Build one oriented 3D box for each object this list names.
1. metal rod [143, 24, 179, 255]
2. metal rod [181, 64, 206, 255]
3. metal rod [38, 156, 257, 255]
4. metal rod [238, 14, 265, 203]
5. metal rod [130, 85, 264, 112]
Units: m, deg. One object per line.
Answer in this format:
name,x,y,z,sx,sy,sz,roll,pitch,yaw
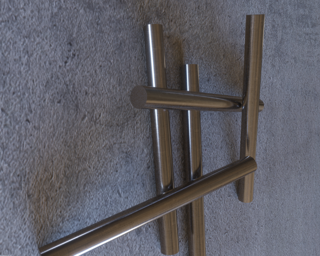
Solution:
metal rod,0.002,0.018,0.408,0.025,0.025,0.298,-8,95,-40
metal rod,0.049,0.060,0.448,0.025,0.025,0.298,-5,93,-40
metal rod,0.008,0.093,0.383,0.302,0.025,0.025,-17,102,-30
metal rod,0.139,-0.017,0.480,0.025,0.025,0.298,-21,117,-38
metal rod,0.076,-0.036,0.440,0.302,0.025,0.025,-2,92,-49
